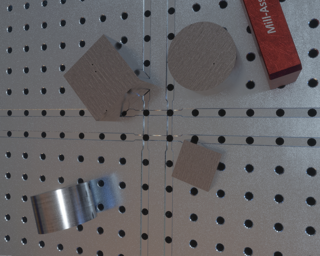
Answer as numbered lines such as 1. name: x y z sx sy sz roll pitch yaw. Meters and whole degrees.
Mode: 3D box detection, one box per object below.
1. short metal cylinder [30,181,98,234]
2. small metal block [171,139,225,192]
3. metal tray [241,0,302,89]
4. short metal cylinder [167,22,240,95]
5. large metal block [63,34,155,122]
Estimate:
1. short metal cylinder: -0.132 0.108 0.430 0.080 0.080 0.050 -16 85 19
2. small metal block: 0.049 0.046 0.395 0.050 0.025 0.050 21 97 18
3. metal tray: 0.115 -0.112 0.337 0.030 0.090 0.129 -19 84 19
4. short metal cylinder: 0.055 -0.083 0.380 0.080 0.050 0.079 0 90 20
5. large metal block: -0.069 -0.065 0.424 0.080 0.050 0.080 -41 77 15
